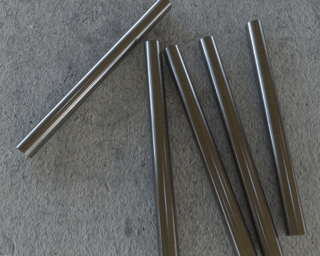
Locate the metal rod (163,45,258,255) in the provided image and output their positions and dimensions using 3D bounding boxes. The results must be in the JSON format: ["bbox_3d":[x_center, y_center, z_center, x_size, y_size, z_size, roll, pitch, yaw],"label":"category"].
[{"bbox_3d":[0.059,0.022,0.400,0.025,0.025,0.299,-16,71,-6],"label":"metal rod"}]

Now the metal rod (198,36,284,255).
[{"bbox_3d":[0.099,0.010,0.405,0.025,0.025,0.299,-11,70,-4],"label":"metal rod"}]

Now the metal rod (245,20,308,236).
[{"bbox_3d":[0.151,-0.014,0.415,0.025,0.025,0.299,-3,70,-2],"label":"metal rod"}]

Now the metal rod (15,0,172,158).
[{"bbox_3d":[-0.083,-0.081,0.436,0.025,0.025,0.300,36,73,12],"label":"metal rod"}]

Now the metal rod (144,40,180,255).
[{"bbox_3d":[0.000,0.019,0.401,0.025,0.025,0.299,-4,70,-2],"label":"metal rod"}]
